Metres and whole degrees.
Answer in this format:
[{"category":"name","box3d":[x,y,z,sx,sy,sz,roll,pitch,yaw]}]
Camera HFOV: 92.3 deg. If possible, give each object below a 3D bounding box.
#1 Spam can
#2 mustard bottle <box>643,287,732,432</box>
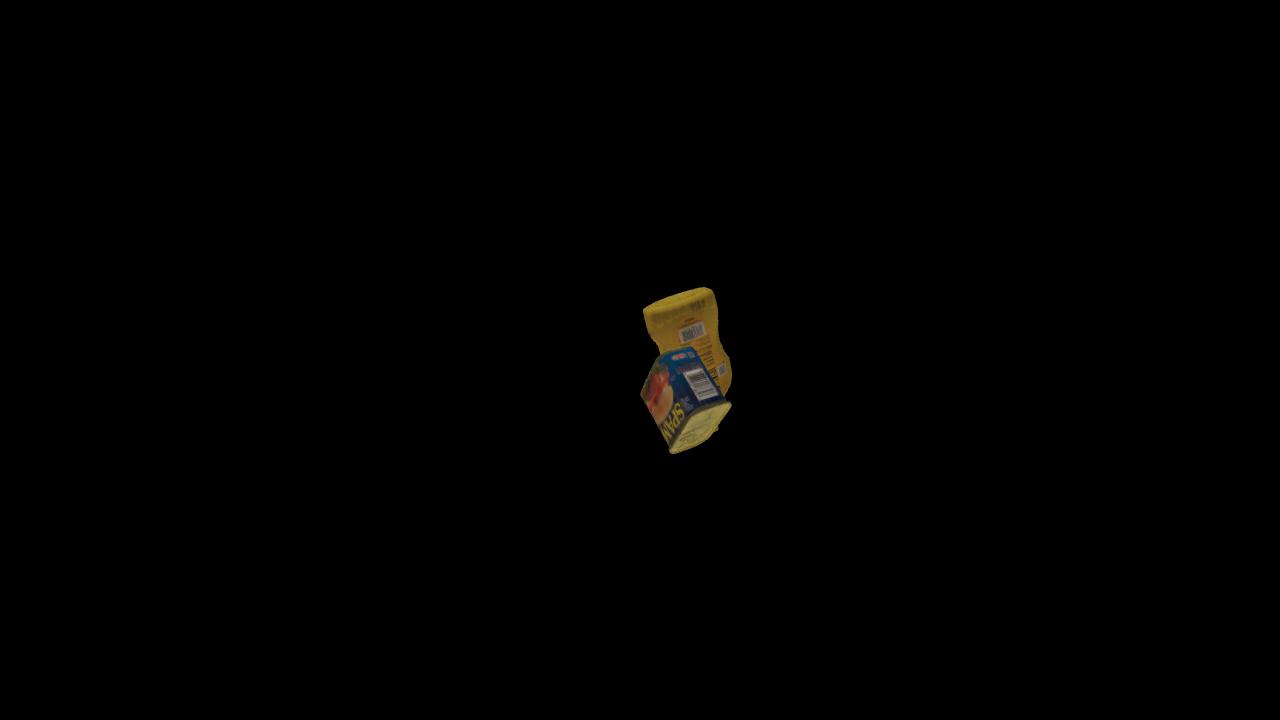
[{"category":"Spam can","box3d":[0.049,0.045,0.706,0.058,0.085,0.101,-15,-29,-27]},{"category":"mustard bottle","box3d":[0.069,0.009,0.769,0.092,0.184,0.054,-22,19,-18]}]
